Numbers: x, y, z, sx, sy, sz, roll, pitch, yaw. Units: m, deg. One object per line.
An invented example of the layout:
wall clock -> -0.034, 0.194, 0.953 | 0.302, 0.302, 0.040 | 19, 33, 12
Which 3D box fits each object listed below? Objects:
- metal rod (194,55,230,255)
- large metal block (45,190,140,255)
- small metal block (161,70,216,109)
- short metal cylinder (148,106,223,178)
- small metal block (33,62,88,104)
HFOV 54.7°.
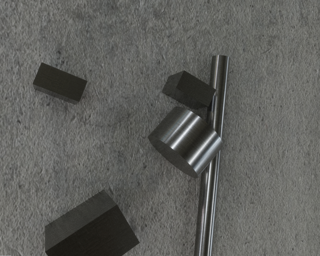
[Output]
metal rod -> 0.073, 0.048, 0.437 | 0.025, 0.025, 0.298 | 6, 88, -20
large metal block -> -0.080, 0.120, 0.351 | 0.080, 0.080, 0.050 | -31, 101, -18
small metal block -> 0.037, -0.049, 0.411 | 0.050, 0.050, 0.025 | 28, 81, -18
short metal cylinder -> 0.032, 0.018, 0.393 | 0.080, 0.080, 0.050 | 45, 76, -15
small metal block -> -0.115, -0.049, 0.354 | 0.050, 0.050, 0.025 | 22, 83, -19
